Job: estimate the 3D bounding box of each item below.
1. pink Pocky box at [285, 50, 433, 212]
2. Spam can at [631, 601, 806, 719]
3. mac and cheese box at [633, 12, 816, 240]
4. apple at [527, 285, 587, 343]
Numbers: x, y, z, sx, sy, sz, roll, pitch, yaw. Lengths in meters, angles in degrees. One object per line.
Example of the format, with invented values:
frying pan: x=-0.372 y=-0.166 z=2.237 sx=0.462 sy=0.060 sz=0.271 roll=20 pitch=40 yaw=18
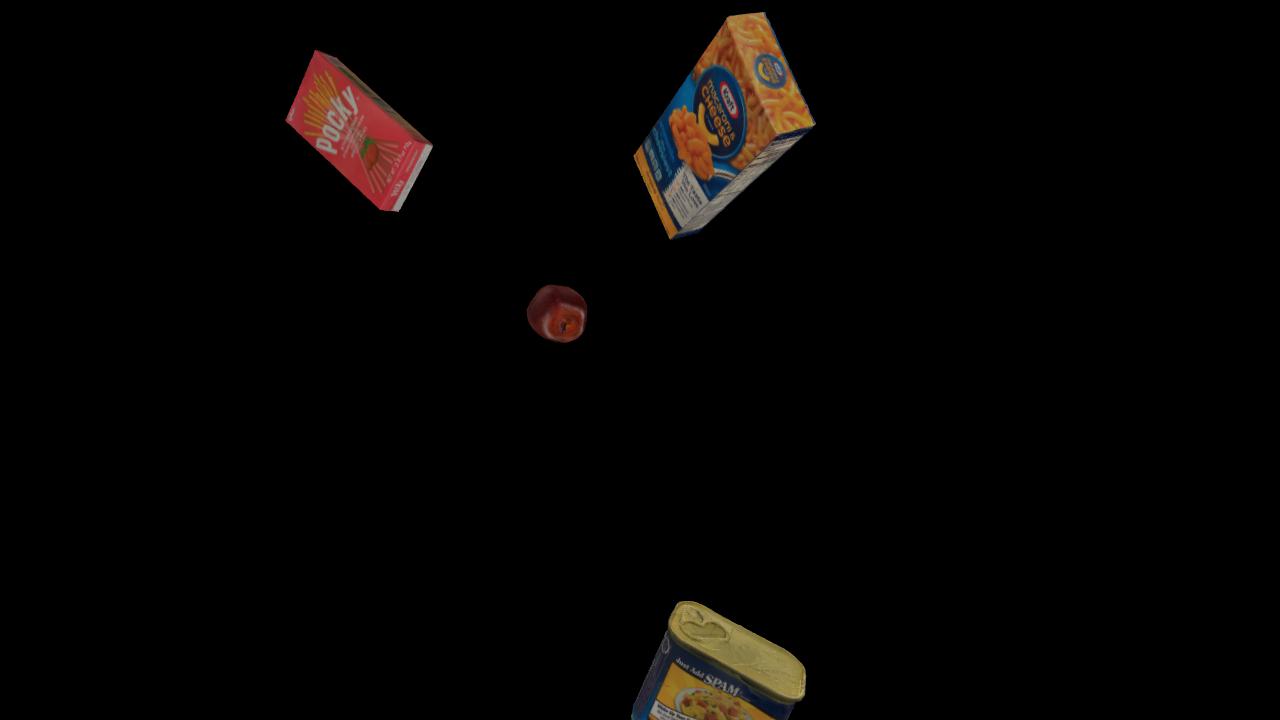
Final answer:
pink Pocky box: x=-0.288 y=-0.232 z=0.626 sx=0.155 sy=0.084 sz=0.029 roll=43 pitch=22 yaw=9
Spam can: x=0.054 y=0.239 z=0.439 sx=0.101 sy=0.085 sz=0.058 roll=24 pitch=10 yaw=15
mac and cheese box: x=0.058 y=-0.178 z=0.503 sx=0.041 sy=0.093 sz=0.184 roll=-19 pitch=-5 yaw=-24
apple: x=-0.111 y=-0.062 z=0.818 sx=0.079 sy=0.079 sz=0.093 roll=0 pitch=30 yaw=-23
